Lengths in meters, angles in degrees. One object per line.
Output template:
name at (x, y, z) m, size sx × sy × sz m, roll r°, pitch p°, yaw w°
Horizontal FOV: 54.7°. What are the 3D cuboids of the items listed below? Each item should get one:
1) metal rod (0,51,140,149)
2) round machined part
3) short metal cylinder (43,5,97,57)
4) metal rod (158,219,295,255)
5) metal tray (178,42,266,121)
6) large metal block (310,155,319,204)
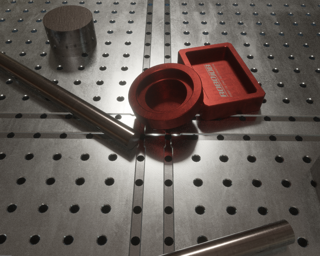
metal rod at (-0.155, -0.052, 0.449) m, size 0.300 × 0.025 × 0.025 m, roll 29°, pitch 56°, yaw 22°
round machined part at (0.010, -0.038, 0.420) m, size 0.098 × 0.042 × 0.098 m, roll -6°, pitch 55°, yaw 10°
short metal cylinder at (-0.152, -0.166, 0.529) m, size 0.081 × 0.050 × 0.080 m, roll 0°, pitch 50°, yaw 0°
metal rod at (-0.014, 0.138, 0.291) m, size 0.302 × 0.025 × 0.025 m, roll -12°, pitch 51°, yaw -11°
metal tray at (0.087, -0.075, 0.468) m, size 0.091 × 0.030 × 0.130 m, roll -11°, pitch 51°, yaw -10°
large metal block at (0.223, 0.068, 0.337) m, size 0.080 × 0.050 × 0.080 m, roll 4°, pitch 50°, yaw 2°
